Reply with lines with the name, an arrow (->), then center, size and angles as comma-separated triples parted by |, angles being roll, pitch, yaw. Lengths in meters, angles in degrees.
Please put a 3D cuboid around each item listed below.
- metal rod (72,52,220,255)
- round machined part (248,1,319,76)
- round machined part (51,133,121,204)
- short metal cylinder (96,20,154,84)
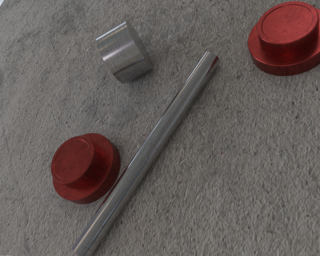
metal rod -> -0.011, 0.025, 0.393 | 0.025, 0.025, 0.300 | 25, 75, 36
round machined part -> 0.158, -0.116, 0.381 | 0.098, 0.042, 0.098 | -13, 56, 21
round machined part -> -0.106, 0.049, 0.419 | 0.098, 0.042, 0.098 | -13, 56, 21
short metal cylinder -> -0.051, -0.113, 0.465 | 0.050, 0.080, 0.080 | -27, 52, 11
